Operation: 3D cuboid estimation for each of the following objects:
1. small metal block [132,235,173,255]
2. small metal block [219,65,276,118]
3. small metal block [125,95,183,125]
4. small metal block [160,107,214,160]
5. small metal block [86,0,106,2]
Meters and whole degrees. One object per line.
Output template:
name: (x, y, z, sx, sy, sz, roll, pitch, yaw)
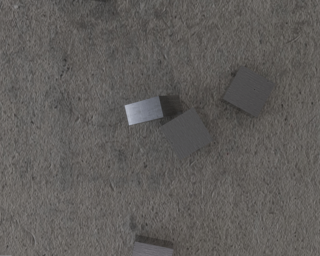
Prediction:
small metal block: (-0.012, 0.175, 0.410, 0.050, 0.025, 0.050, 12, 90, 0)
small metal block: (0.115, -0.047, 0.411, 0.050, 0.025, 0.050, 29, 90, 0)
small metal block: (-0.007, -0.023, 0.388, 0.050, 0.050, 0.025, -12, 90, 31)
small metal block: (0.034, 0.007, 0.410, 0.050, 0.025, 0.050, -31, 90, 0)
small metal block: (-0.096, -0.199, 0.409, 0.050, 0.025, 0.050, 6, 90, 0)
